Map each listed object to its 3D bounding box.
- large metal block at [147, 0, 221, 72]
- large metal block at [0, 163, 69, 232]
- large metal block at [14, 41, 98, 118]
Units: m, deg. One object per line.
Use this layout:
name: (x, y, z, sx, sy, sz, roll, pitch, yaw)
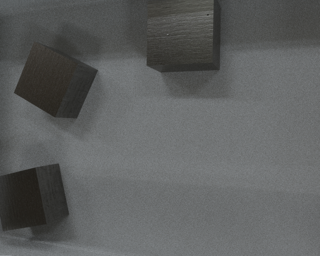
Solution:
large metal block: (0.031, -0.115, 0.386, 0.080, 0.050, 0.080, 1, 91, 20)
large metal block: (-0.193, 0.103, 0.465, 0.080, 0.050, 0.080, -15, 85, 19)
large metal block: (-0.151, -0.068, 0.450, 0.080, 0.050, 0.080, 29, 99, 17)
